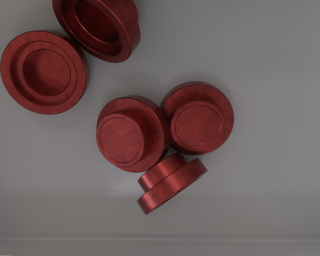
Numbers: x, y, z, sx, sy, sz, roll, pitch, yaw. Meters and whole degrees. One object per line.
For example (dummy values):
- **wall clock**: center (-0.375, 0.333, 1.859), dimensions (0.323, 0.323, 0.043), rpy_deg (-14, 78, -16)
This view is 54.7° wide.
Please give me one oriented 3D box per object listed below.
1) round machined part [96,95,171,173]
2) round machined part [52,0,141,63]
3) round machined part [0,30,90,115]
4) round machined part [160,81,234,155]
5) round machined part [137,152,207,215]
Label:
- **round machined part**: center (-0.040, 0.010, 0.385), dimensions (0.098, 0.042, 0.097), rpy_deg (7, 106, 24)
- **round machined part**: center (-0.063, -0.121, 0.338), dimensions (0.098, 0.098, 0.042), rpy_deg (37, 65, -13)
- **round machined part**: center (-0.134, -0.068, 0.376), dimensions (0.099, 0.042, 0.097), rpy_deg (0, 110, 0)
- **round machined part**: center (0.047, -0.008, 0.399), dimensions (0.099, 0.042, 0.097), rpy_deg (0, 110, 0)
- **round machined part**: center (0.010, 0.067, 0.404), dimensions (0.098, 0.098, 0.042), rpy_deg (-39, 77, 13)
